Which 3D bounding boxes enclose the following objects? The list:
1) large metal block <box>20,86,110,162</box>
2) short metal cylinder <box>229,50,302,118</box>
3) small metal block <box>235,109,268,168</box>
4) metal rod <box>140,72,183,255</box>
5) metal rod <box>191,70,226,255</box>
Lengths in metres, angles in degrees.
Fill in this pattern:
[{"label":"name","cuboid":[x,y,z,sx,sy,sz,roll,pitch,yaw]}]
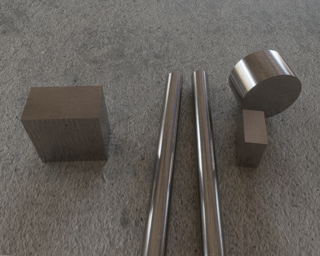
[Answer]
[{"label":"large metal block","cuboid":[-0.106,-0.003,0.369,0.081,0.080,0.050,-2,50,-2]},{"label":"short metal cylinder","cuboid":[0.140,-0.057,0.417,0.081,0.080,0.050,-8,51,-7]},{"label":"small metal block","cuboid":[0.110,0.014,0.377,0.025,0.050,0.050,6,50,4]},{"label":"metal rod","cuboid":[0.006,0.040,0.369,0.025,0.025,0.300,5,50,4]},{"label":"metal rod","cuboid":[0.055,0.037,0.373,0.025,0.025,0.300,2,50,1]}]
